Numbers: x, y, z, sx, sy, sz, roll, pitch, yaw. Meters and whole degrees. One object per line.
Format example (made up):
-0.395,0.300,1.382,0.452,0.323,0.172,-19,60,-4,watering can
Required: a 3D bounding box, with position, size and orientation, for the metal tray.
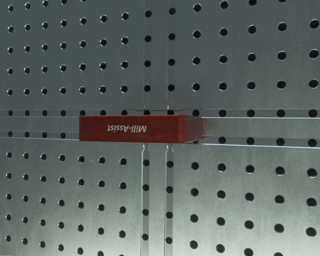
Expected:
-0.021,0.000,0.386,0.130,0.090,0.030,0,91,20,metal tray
